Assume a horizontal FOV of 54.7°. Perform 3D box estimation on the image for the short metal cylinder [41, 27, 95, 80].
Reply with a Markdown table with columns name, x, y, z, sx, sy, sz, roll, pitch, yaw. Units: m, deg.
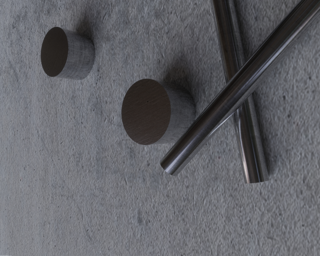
| name | x | y | z | sx | sy | sz | roll | pitch | yaw |
| --- | --- | --- | --- | --- | --- | --- | --- | --- | --- |
| short metal cylinder | -0.154 | -0.122 | 0.516 | 0.080 | 0.050 | 0.079 | 0 | 90 | 40 |

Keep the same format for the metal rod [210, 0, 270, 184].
| name | x | y | z | sx | sy | sz | roll | pitch | yaw |
| --- | --- | --- | --- | --- | --- | --- | --- | --- | --- |
| metal rod | 0.078 | -0.091 | 0.340 | 0.025 | 0.025 | 0.298 | -15 | 81 | 39 |

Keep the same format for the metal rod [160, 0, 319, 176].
| name | x | y | z | sx | sy | sz | roll | pitch | yaw |
| --- | --- | --- | --- | --- | --- | --- | --- | --- | --- |
| metal rod | 0.100 | -0.065 | 0.296 | 0.299 | 0.025 | 0.025 | -50 | 60 | 19 |

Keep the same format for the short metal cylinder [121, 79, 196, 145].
| name | x | y | z | sx | sy | sz | roll | pitch | yaw |
| --- | --- | --- | --- | --- | --- | --- | --- | --- | --- |
| short metal cylinder | -0.002 | -0.019 | 0.391 | 0.080 | 0.050 | 0.079 | 0 | 90 | 40 |
